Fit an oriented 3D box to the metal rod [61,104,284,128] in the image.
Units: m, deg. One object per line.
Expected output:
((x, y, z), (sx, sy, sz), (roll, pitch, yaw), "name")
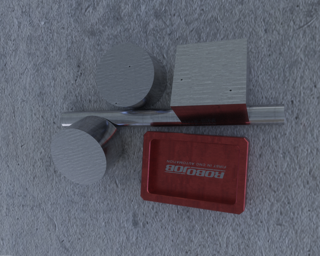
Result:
((0.003, -0.014, 0.410), (0.301, 0.025, 0.025), (-1, 90, 19), "metal rod")

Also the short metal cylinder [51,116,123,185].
((-0.097, 0.029, 0.418), (0.080, 0.050, 0.079), (7, 113, 16), "short metal cylinder")

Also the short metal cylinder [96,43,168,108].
((-0.036, -0.066, 0.410), (0.080, 0.050, 0.080), (0, 89, 20), "short metal cylinder")

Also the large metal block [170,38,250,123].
((0.062, -0.053, 0.362), (0.080, 0.050, 0.080), (-1, 69, 20), "large metal block")

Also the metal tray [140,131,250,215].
((0.043, 0.052, 0.391), (0.130, 0.030, 0.089), (4, 91, 19), "metal tray")
